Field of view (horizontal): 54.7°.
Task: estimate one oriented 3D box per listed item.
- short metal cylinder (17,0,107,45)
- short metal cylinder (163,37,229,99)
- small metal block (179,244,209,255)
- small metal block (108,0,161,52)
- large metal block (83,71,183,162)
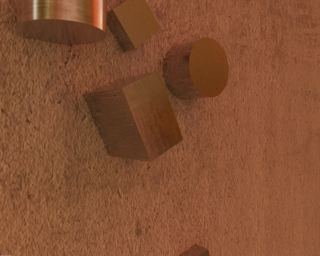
[{"bbox_3d":[-0.091,-0.114,0.293,0.081,0.080,0.050,0,90,-40],"label":"short metal cylinder"},{"bbox_3d":[0.051,-0.081,0.433,0.081,0.050,0.079,0,90,-40],"label":"short metal cylinder"},{"bbox_3d":[0.048,0.206,0.448,0.050,0.025,0.050,-18,102,-39],"label":"small metal block"},{"bbox_3d":[-0.034,-0.129,0.378,0.050,0.025,0.050,-47,118,-30],"label":"small metal block"},{"bbox_3d":[-0.031,-0.013,0.345,0.050,0.080,0.080,-32,110,-36],"label":"large metal block"}]
